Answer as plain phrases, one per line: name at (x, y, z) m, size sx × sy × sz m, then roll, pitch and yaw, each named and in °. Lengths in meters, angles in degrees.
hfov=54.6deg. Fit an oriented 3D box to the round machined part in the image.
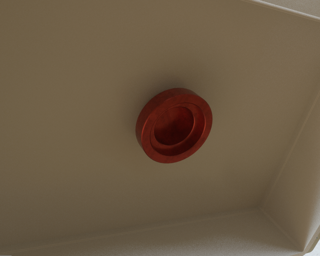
round machined part at (0.014, -0.006, 0.397) m, size 0.099 × 0.042 × 0.097 m, roll -14°, pitch 124°, yaw -21°
